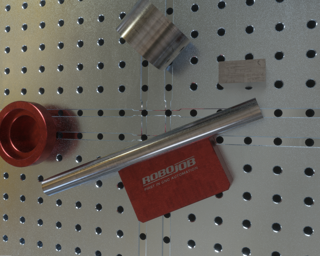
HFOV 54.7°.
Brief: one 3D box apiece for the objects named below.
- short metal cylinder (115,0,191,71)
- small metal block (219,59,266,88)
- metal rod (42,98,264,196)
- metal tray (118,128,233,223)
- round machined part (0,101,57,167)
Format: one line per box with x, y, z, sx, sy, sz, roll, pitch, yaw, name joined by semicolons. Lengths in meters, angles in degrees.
-0.008;-0.117;0.385;0.050;0.080;0.080;-46;76;14;short metal cylinder
0.098;-0.062;0.364;0.050;0.050;0.025;0;90;19;small metal block
-0.023;0.030;0.387;0.300;0.025;0.025;-21;83;18;metal rod
0.016;0.058;0.404;0.130;0.030;0.090;-26;82;17;metal tray
-0.199;0.009;0.472;0.098;0.042;0.097;0;90;19;round machined part
